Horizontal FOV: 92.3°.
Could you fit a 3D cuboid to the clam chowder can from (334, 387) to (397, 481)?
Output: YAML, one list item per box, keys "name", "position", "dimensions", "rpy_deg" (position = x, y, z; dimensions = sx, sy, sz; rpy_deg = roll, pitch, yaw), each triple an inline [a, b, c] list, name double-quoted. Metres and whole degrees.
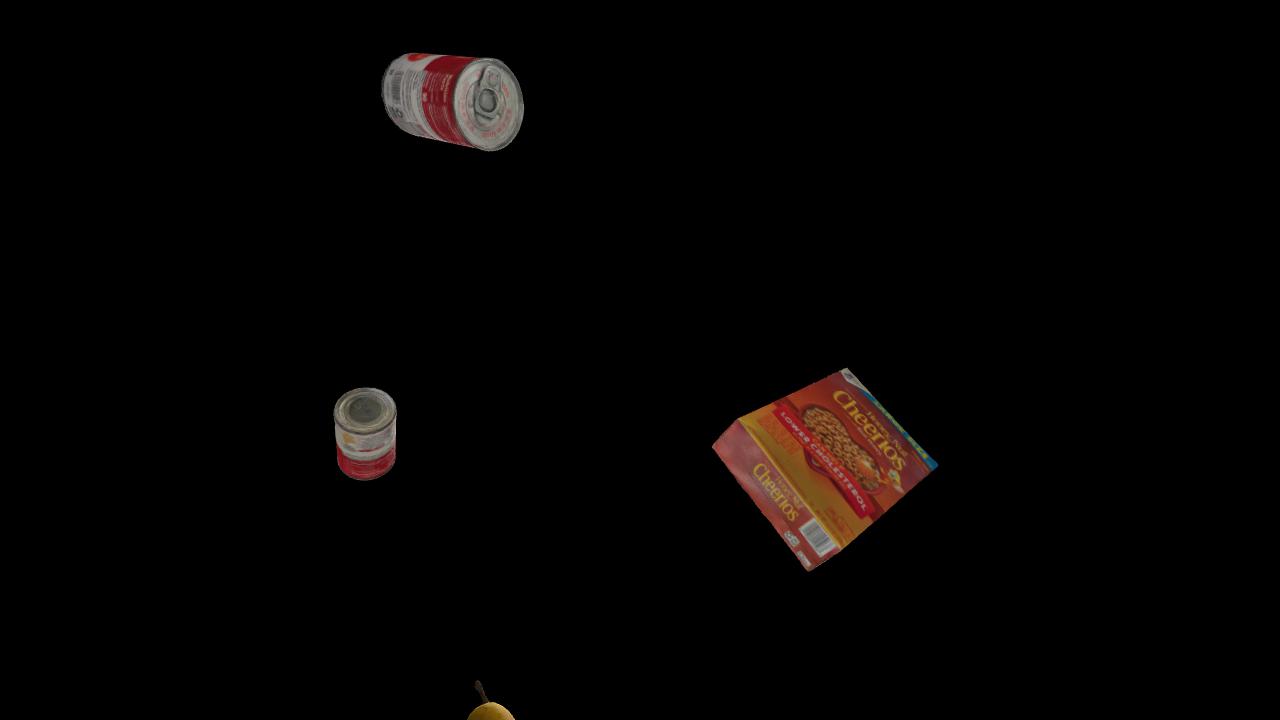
- name: "clam chowder can"
  position: [-0.326, 0.089, 0.733]
  dimensions: [0.068, 0.068, 0.102]
  rpy_deg: [0, -40, -23]

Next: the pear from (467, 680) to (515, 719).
- name: "pear"
  position: [-0.088, 0.255, 0.385]
  dimensions: [0.080, 0.111, 0.080]
  rpy_deg: [-15, -31, -9]

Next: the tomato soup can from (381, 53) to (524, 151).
- name: "tomato soup can"
  position: [-0.153, -0.210, 0.500]
  dimensions: [0.101, 0.068, 0.068]
  rpy_deg: [22, 12, 34]

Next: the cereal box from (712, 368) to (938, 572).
- name: "cereal box"
  position: [0.271, 0.136, 0.873]
  dimensions: [0.306, 0.203, 0.081]
  rpy_deg: [-17, -29, -42]
